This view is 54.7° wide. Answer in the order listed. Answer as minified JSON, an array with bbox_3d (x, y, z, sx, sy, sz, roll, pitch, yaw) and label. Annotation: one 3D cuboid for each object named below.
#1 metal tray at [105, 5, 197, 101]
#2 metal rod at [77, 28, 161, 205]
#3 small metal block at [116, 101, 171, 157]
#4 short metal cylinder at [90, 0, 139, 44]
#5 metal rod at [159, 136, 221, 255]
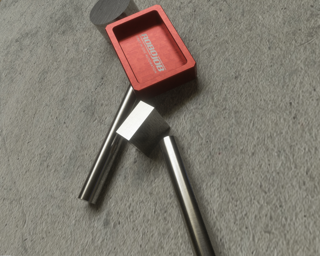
[{"bbox_3d":[-0.015,-0.110,0.445,0.090,0.030,0.130,-24,64,-3],"label":"metal tray"},{"bbox_3d":[-0.043,-0.037,0.447,0.025,0.025,0.300,8,65,31],"label":"metal rod"},{"bbox_3d":[-0.020,0.002,0.396,0.025,0.050,0.050,30,78,37],"label":"small metal block"},{"bbox_3d":[-0.075,-0.194,0.544,0.080,0.050,0.080,-13,56,20],"label":"short metal cylinder"},{"bbox_3d":[0.048,0.132,0.297,0.025,0.025,0.299,-27,53,11],"label":"metal rod"}]
